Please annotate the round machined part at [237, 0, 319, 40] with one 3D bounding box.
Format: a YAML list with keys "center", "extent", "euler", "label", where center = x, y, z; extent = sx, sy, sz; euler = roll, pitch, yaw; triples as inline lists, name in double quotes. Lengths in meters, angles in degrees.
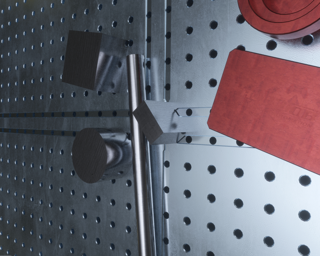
- center: [0.127, -0.133, 0.292]
  extent: [0.098, 0.042, 0.097]
  euler: [0, 90, 39]
  label: "round machined part"

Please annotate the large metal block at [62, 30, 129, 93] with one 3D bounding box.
- center: [-0.100, -0.101, 0.473]
  extent: [0.080, 0.050, 0.079]
  euler: [18, 102, 38]
  label: "large metal block"

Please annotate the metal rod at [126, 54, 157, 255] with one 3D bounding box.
- center: [-0.025, 0.048, 0.428]
  extent: [0.025, 0.025, 0.298]
  euler: [-6, 86, 39]
  label: "metal rod"

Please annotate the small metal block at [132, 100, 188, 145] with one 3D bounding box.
- center: [0.001, -0.007, 0.391]
  extent: [0.025, 0.050, 0.050]
  euler: [-45, 63, 31]
  label: "small metal block"

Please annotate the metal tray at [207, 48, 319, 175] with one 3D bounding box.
- center: [0.119, -0.020, 0.307]
  extent: [0.130, 0.030, 0.089]
  euler: [25, 106, 36]
  label: "metal tray"

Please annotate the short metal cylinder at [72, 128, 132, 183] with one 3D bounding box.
- center: [-0.086, 0.039, 0.462]
  extent: [0.080, 0.050, 0.079]
  euler: [0, 90, 39]
  label: "short metal cylinder"
